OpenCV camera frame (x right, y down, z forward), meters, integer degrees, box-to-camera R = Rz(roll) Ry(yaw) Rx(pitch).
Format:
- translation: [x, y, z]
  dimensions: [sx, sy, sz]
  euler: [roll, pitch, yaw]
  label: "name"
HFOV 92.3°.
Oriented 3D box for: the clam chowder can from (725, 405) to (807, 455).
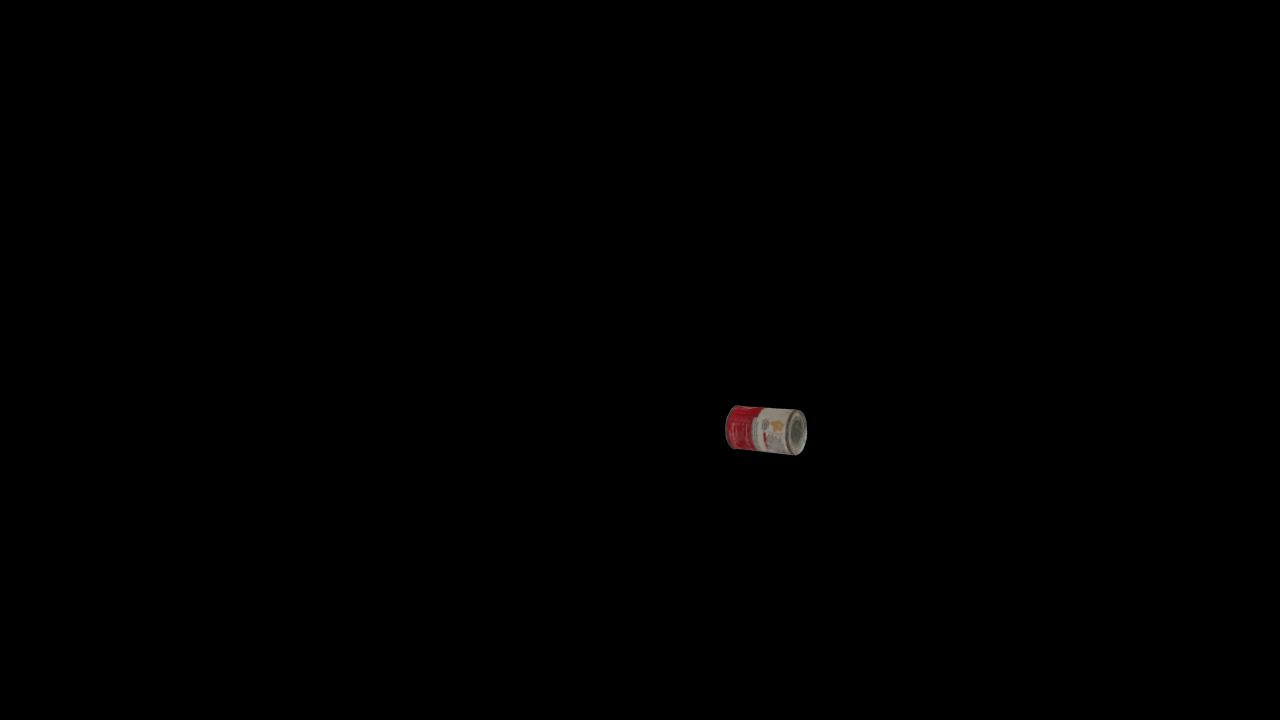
- translation: [0.187, 0.104, 0.912]
  dimensions: [0.102, 0.068, 0.068]
  euler: [1, 1, 39]
  label: "clam chowder can"
